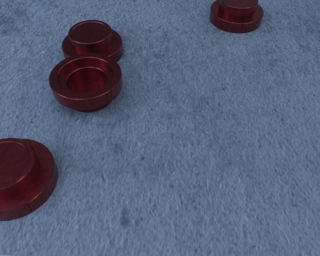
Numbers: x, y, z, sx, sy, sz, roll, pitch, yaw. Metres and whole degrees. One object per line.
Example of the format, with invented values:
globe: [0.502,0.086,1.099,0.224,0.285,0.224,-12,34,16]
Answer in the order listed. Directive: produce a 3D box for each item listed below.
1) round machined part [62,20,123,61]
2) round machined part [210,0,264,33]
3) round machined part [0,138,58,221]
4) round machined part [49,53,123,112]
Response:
round machined part: [-0.112,-0.142,0.510,0.099,0.042,0.098,0,50,0]
round machined part: [0.145,-0.224,0.582,0.099,0.042,0.098,0,50,0]
round machined part: [-0.170,0.050,0.348,0.099,0.042,0.098,0,50,0]
round machined part: [-0.103,-0.061,0.442,0.099,0.042,0.098,0,50,0]
